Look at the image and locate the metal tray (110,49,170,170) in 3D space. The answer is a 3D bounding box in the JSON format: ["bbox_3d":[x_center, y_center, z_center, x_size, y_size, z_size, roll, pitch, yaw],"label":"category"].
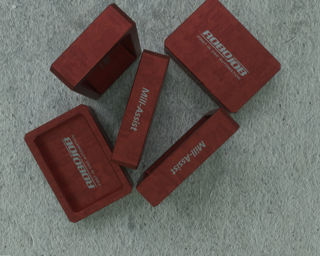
[{"bbox_3d":[-0.022,-0.021,0.378,0.030,0.090,0.129,17,90,0],"label":"metal tray"}]

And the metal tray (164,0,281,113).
[{"bbox_3d":[0.080,-0.094,0.410,0.090,0.030,0.130,-44,91,0],"label":"metal tray"}]

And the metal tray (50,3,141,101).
[{"bbox_3d":[-0.065,-0.079,0.358,0.030,0.130,0.090,44,90,-1],"label":"metal tray"}]

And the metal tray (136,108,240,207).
[{"bbox_3d":[0.030,0.032,0.379,0.130,0.090,0.030,-43,90,0],"label":"metal tray"}]

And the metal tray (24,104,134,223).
[{"bbox_3d":[-0.104,0.045,0.407,0.090,0.030,0.130,-29,90,-1],"label":"metal tray"}]
